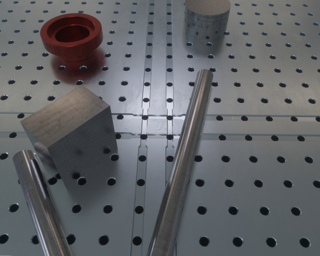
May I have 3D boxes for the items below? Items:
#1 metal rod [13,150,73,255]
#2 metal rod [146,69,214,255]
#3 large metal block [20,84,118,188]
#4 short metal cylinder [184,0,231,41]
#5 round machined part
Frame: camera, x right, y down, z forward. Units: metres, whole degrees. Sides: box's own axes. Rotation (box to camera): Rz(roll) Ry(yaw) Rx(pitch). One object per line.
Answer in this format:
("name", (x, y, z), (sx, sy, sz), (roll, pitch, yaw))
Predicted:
("metal rod", (-0.091, 0.135, 0.293), (0.025, 0.025, 0.300), (-24, 54, -19))
("metal rod", (0.032, 0.031, 0.381), (0.025, 0.025, 0.300), (11, 51, 9))
("large metal block", (-0.101, 0.010, 0.363), (0.050, 0.080, 0.080), (36, 59, 26))
("short metal cylinder", (0.084, -0.203, 0.563), (0.081, 0.050, 0.080), (0, 50, 0))
("round machined part", (-0.145, -0.148, 0.520), (0.099, 0.042, 0.098), (0, 50, 0))
